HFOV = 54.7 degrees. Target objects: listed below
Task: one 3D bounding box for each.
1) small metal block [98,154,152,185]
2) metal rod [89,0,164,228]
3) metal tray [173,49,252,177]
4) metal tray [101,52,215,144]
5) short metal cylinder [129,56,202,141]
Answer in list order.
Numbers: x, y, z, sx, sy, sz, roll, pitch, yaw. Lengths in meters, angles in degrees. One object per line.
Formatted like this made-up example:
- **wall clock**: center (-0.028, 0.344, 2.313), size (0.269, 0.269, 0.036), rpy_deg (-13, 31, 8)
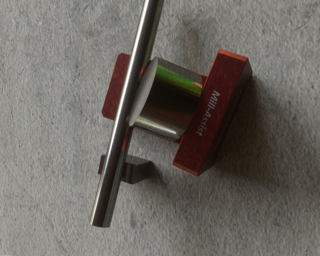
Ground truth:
- **small metal block**: center (-0.046, 0.052, 0.412), size (0.050, 0.050, 0.025), rpy_deg (14, 95, 19)
- **metal rod**: center (-0.038, -0.030, 0.381), size (0.025, 0.025, 0.298), rpy_deg (11, 85, 19)
- **metal tray**: center (0.063, -0.015, 0.353), size (0.030, 0.090, 0.129), rpy_deg (24, 98, 18)
- **metal tray**: center (-0.004, -0.039, 0.408), size (0.130, 0.030, 0.089), rpy_deg (19, 96, 18)
- **short metal cylinder**: center (0.004, -0.031, 0.340), size (0.050, 0.080, 0.080), rpy_deg (20, 98, -15)
